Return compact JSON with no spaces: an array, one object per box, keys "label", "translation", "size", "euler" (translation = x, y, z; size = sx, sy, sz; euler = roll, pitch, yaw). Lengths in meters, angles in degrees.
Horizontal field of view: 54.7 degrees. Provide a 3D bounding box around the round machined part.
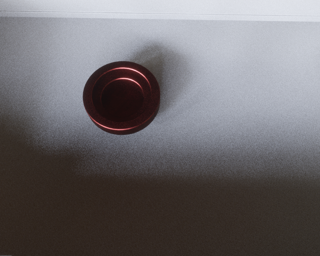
[{"label":"round machined part","translation":[-0.049,-0.036,0.413],"size":[0.099,0.042,0.098],"euler":[0,70,-1]}]
